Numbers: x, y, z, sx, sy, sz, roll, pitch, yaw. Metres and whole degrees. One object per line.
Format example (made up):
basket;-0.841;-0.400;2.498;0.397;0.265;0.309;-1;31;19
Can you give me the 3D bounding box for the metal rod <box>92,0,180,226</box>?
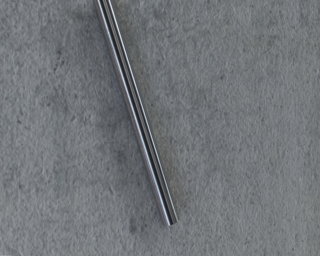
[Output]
metal rod;-0.028;-0.017;0.399;0.025;0.025;0.298;-19;97;-19
